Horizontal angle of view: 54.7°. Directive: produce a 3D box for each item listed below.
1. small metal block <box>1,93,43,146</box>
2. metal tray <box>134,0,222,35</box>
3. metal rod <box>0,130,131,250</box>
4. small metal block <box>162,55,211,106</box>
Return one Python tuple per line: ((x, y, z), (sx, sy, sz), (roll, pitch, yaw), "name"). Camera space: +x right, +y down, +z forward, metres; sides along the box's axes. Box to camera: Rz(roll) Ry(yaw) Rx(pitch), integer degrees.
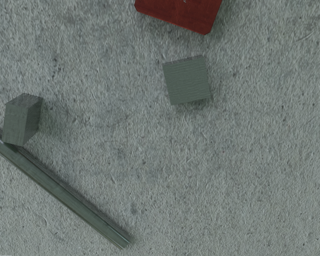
((-0.172, -0.012, 0.390), (0.025, 0.050, 0.050), (15, 109, -6), "small metal block")
((0.033, -0.180, 0.341), (0.091, 0.030, 0.129), (17, 109, -7), "metal tray")
((-0.157, 0.074, 0.434), (0.025, 0.025, 0.300), (-42, 105, 13), "metal rod")
((0.033, -0.060, 0.388), (0.050, 0.025, 0.050), (-12, 110, 4), "small metal block")
